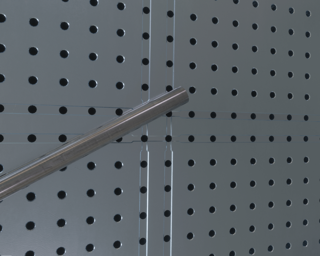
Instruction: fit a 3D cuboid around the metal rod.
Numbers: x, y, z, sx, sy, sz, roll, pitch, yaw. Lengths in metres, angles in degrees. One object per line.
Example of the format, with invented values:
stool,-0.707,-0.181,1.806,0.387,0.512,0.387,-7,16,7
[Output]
metal rod,-0.094,0.022,0.377,0.302,0.025,0.025,-28,100,-18
